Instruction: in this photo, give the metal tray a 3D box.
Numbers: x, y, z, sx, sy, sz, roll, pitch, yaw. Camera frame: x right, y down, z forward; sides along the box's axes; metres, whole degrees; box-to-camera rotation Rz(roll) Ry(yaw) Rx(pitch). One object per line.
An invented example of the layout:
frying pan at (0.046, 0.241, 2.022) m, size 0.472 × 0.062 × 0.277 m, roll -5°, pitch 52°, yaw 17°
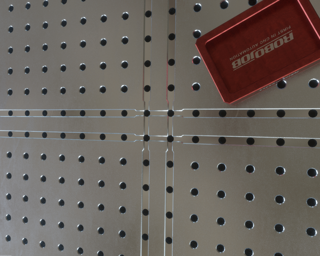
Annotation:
metal tray at (0.120, -0.095, 0.367) m, size 0.130 × 0.030 × 0.090 m, roll -27°, pitch 81°, yaw 18°
